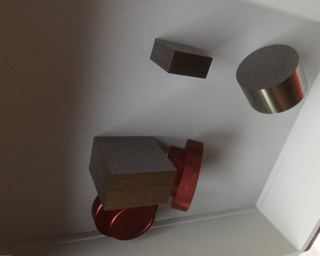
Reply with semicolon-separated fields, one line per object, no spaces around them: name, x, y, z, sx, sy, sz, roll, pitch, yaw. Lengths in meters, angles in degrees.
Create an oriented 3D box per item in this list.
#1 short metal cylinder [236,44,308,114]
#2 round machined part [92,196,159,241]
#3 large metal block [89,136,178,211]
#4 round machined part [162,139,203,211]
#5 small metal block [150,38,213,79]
short metal cylinder;0.150;-0.066;0.417;0.080;0.080;0.050;-42;130;0
round machined part;-0.046;0.124;0.451;0.099;0.042;0.097;-14;124;-21
large metal block;-0.037;0.052;0.385;0.081;0.080;0.050;1;118;-27
round machined part;0.027;0.062;0.427;0.042;0.098;0.097;14;115;2
small metal block;0.024;-0.080;0.357;0.050;0.050;0.025;3;117;-30
